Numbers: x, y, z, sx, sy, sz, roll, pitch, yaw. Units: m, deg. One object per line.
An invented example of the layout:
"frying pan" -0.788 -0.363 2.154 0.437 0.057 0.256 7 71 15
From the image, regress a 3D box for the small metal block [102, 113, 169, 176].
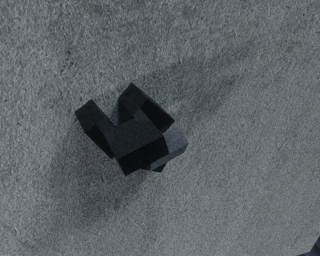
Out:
"small metal block" -0.026 0.016 0.324 0.050 0.050 0.025 -26 128 -13

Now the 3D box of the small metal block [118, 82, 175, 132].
"small metal block" -0.016 -0.023 0.371 0.025 0.050 0.050 -49 129 6

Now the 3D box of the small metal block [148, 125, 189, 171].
"small metal block" 0.004 0.026 0.380 0.050 0.025 0.050 -28 166 -11

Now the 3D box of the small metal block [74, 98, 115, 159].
"small metal block" -0.068 0.001 0.357 0.025 0.050 0.050 -39 130 -3

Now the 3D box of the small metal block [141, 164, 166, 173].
"small metal block" -0.012 0.030 0.422 0.050 0.025 0.050 17 109 -35
